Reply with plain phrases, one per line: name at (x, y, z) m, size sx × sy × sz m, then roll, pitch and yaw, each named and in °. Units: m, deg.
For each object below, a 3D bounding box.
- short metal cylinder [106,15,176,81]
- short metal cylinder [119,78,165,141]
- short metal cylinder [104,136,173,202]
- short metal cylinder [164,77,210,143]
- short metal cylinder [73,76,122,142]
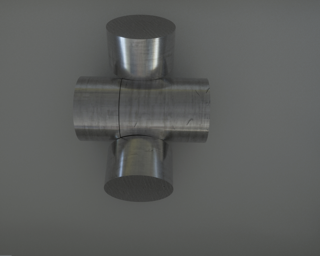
short metal cylinder at (-0.023, -0.099, 0.375) m, size 0.081 × 0.080 × 0.050 m, roll 2°, pitch 128°, yaw 0°
short metal cylinder at (-0.020, -0.023, 0.382) m, size 0.050 × 0.080 × 0.080 m, roll 1°, pitch 90°, yaw 0°
short metal cylinder at (-0.025, 0.051, 0.375) m, size 0.081 × 0.080 × 0.050 m, roll 0°, pitch 56°, yaw 0°
short metal cylinder at (0.031, -0.022, 0.383) m, size 0.050 × 0.080 × 0.080 m, roll 1°, pitch 90°, yaw 0°
short metal cylinder at (-0.071, -0.023, 0.382) m, size 0.050 × 0.080 × 0.080 m, roll 1°, pitch 90°, yaw 0°
